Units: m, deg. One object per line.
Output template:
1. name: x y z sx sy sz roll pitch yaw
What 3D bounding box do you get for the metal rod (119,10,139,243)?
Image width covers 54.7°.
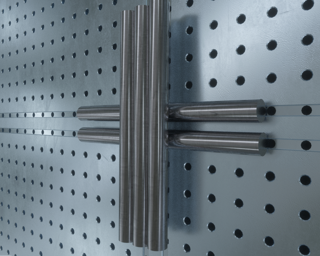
1. metal rod: -0.041 -0.002 0.409 0.025 0.025 0.298 1 91 39

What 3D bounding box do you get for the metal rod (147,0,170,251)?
1. metal rod: -0.002 -0.004 0.377 0.025 0.025 0.298 1 91 39

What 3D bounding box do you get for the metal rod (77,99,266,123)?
1. metal rod: -0.011 -0.021 0.417 0.300 0.025 0.025 1 91 39

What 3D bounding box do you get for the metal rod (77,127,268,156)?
1. metal rod: -0.009 0.014 0.415 0.300 0.025 0.025 1 91 39

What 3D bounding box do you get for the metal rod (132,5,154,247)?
1. metal rod: -0.021 -0.002 0.393 0.025 0.025 0.298 1 91 39
